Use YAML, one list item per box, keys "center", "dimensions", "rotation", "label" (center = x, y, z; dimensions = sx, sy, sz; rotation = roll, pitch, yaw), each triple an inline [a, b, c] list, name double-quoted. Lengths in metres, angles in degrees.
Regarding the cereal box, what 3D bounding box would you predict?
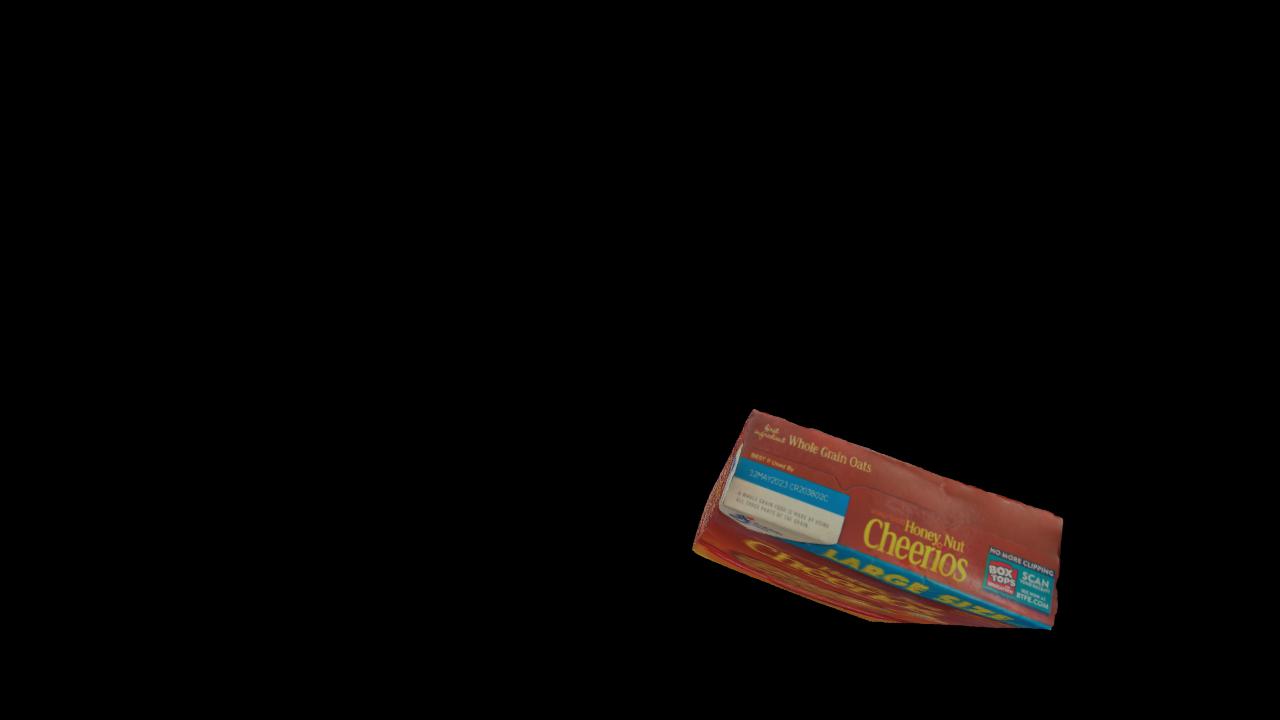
- center: [0.156, 0.149, 0.513]
  dimensions: [0.203, 0.081, 0.306]
  rotation: [19, -20, 8]
  label: "cereal box"
